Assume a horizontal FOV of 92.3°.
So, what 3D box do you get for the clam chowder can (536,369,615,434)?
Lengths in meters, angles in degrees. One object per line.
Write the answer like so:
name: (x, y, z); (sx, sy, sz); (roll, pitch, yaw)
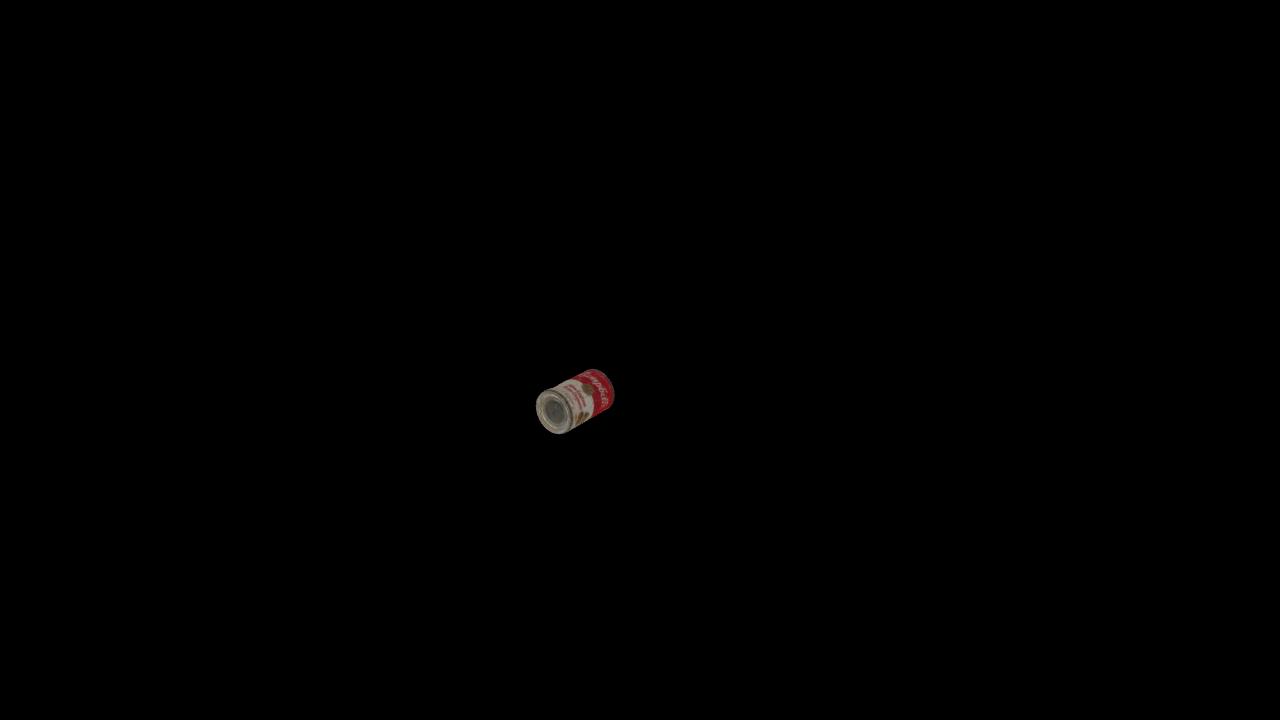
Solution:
clam chowder can: (-0.094, 0.060, 0.894); (0.068, 0.068, 0.102); (0, 17, 35)
